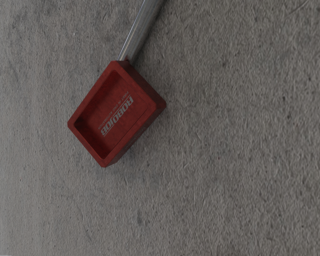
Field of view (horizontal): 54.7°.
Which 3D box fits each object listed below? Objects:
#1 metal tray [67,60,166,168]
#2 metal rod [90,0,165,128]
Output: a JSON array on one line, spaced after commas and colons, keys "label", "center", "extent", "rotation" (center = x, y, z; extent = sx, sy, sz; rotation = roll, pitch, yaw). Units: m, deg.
[{"label": "metal tray", "center": [-0.064, -0.018, 0.434], "extent": [0.090, 0.030, 0.129], "rotation": [48, 116, 11]}, {"label": "metal rod", "center": [-0.040, -0.113, 0.437], "extent": [0.025, 0.025, 0.298], "rotation": [44, 116, 31]}]
